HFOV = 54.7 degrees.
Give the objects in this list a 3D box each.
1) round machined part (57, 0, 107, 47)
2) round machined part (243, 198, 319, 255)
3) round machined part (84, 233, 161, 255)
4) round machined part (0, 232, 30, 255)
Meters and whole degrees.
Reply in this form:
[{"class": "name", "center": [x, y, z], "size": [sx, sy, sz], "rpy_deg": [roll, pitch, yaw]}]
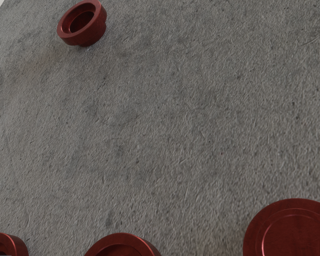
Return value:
[{"class": "round machined part", "center": [-0.142, -0.193, 0.586], "size": [0.098, 0.042, 0.098], "rpy_deg": [-13, 56, 21]}, {"class": "round machined part", "center": [0.120, 0.107, 0.264], "size": [0.098, 0.042, 0.098], "rpy_deg": [-13, 56, 21]}, {"class": "round machined part", "center": [-0.036, 0.161, 0.313], "size": [0.098, 0.042, 0.098], "rpy_deg": [-13, 56, 21]}, {"class": "round machined part", "center": [-0.201, 0.184, 0.386], "size": [0.098, 0.042, 0.098], "rpy_deg": [-13, 56, 21]}]
